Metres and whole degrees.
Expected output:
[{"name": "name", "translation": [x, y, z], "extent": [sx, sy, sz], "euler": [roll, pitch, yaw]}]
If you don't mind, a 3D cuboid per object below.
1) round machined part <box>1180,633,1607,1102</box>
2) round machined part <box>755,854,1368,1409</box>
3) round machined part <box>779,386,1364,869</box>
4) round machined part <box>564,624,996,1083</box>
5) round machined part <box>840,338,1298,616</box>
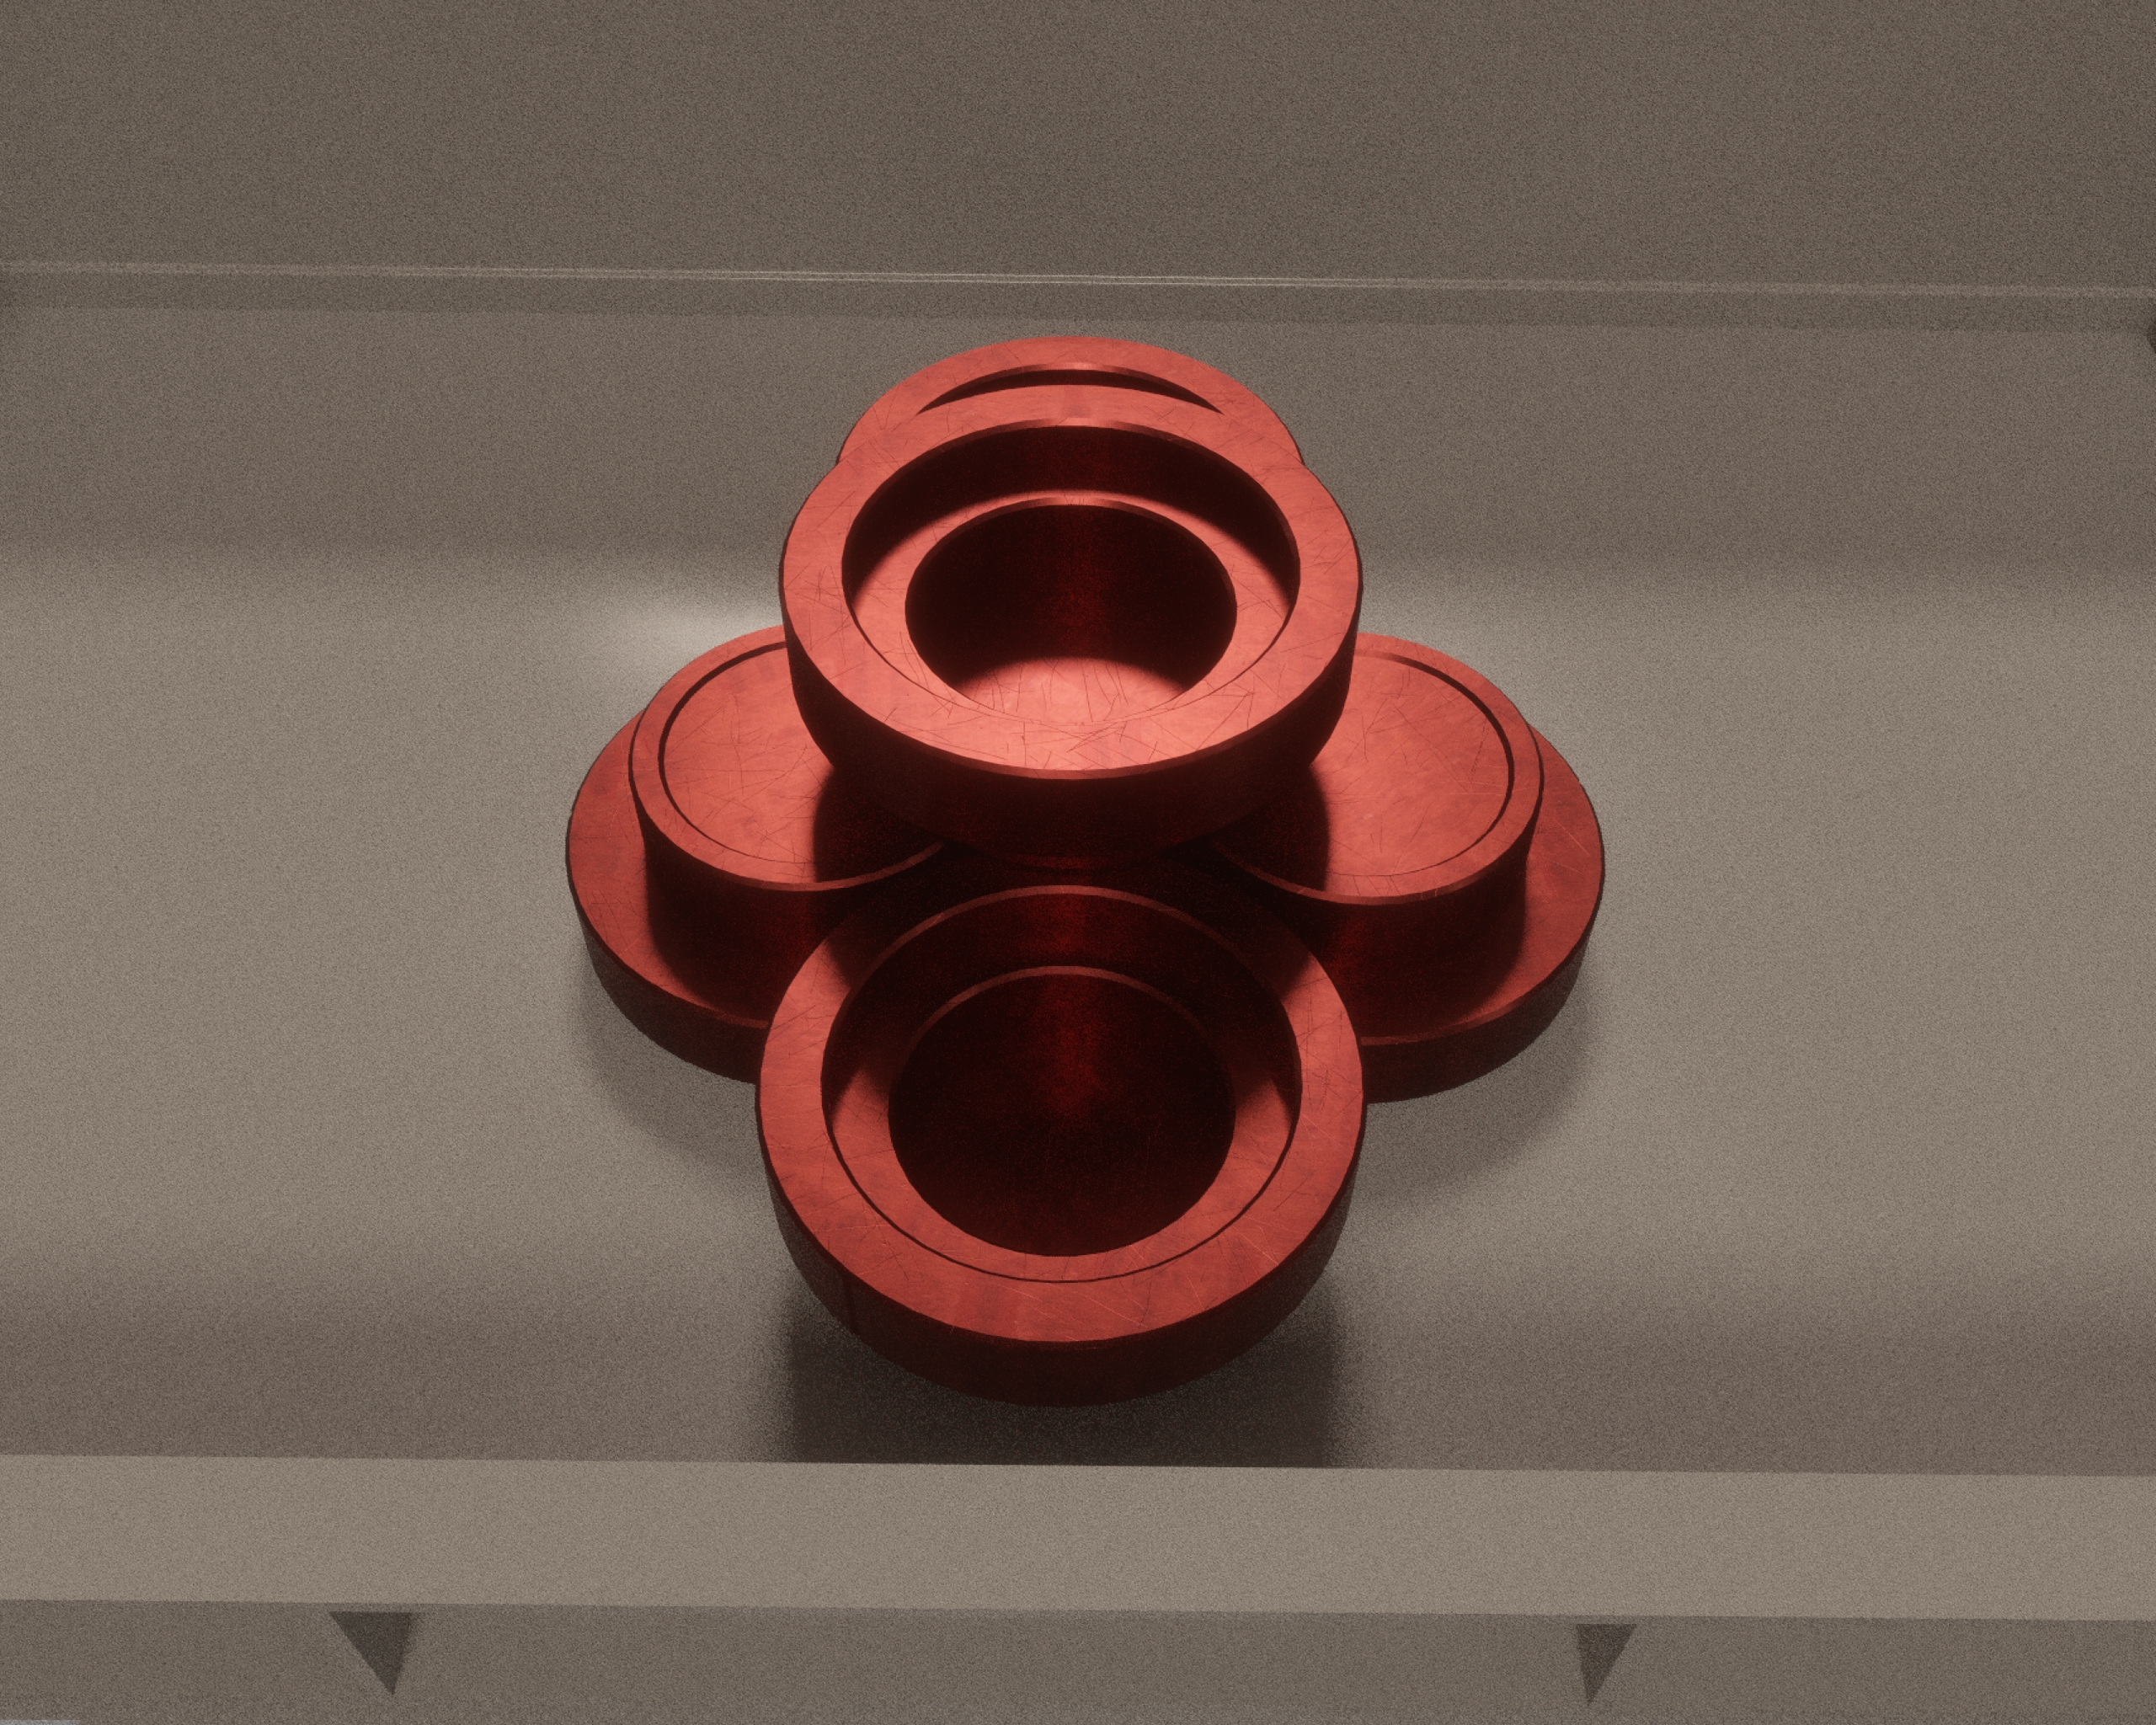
[{"name": "round machined part", "translation": [0.051, -0.006, 0.397], "extent": [0.099, 0.042, 0.098], "euler": [0, 50, 0]}, {"name": "round machined part", "translation": [-0.003, 0.047, 0.352], "extent": [0.099, 0.042, 0.098], "euler": [0, 50, 0]}, {"name": "round machined part", "translation": [-0.001, -0.037, 0.368], "extent": [0.099, 0.042, 0.098], "euler": [0, 50, 0]}, {"name": "round machined part", "translation": [-0.048, -0.009, 0.398], "extent": [0.099, 0.042, 0.098], "euler": [0, 50, 0]}, {"name": "round machined part", "translation": [-0.002, -0.066, 0.447], "extent": [0.099, 0.042, 0.098], "euler": [0, 50, 0]}]
